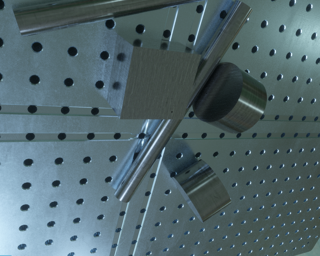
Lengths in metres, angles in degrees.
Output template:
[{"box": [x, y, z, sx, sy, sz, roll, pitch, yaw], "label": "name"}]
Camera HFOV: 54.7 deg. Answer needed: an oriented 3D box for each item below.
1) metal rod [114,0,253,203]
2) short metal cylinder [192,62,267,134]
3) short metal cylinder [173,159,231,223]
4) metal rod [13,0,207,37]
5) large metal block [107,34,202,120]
[{"box": [0.024, -0.025, 0.408, 0.025, 0.025, 0.299, 22, 106, -37], "label": "metal rod"}, {"box": [0.088, -0.038, 0.401, 0.050, 0.080, 0.080, 21, 107, -36], "label": "short metal cylinder"}, {"box": [0.062, 0.094, 0.468, 0.050, 0.080, 0.080, -32, 129, -8], "label": "short metal cylinder"}, {"box": [0.007, -0.140, 0.327, 0.302, 0.025, 0.025, -18, 126, -18], "label": "metal rod"}, {"box": [-0.009, -0.057, 0.355, 0.081, 0.050, 0.079, -1, 119, -28], "label": "large metal block"}]
